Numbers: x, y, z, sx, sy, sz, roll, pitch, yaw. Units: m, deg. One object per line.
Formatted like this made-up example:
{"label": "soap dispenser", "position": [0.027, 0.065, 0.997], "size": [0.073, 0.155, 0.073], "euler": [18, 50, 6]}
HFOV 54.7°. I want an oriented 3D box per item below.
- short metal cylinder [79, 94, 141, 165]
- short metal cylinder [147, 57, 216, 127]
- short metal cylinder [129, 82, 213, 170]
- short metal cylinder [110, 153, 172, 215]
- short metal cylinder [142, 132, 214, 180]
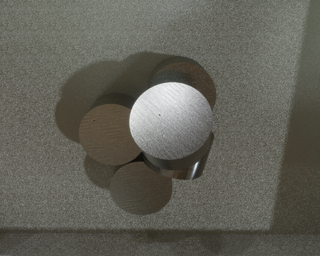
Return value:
{"label": "short metal cylinder", "position": [-0.057, 0.001, 0.395], "size": [0.081, 0.050, 0.079], "euler": [0, 110, -1]}
{"label": "short metal cylinder", "position": [0.025, -0.044, 0.380], "size": [0.081, 0.050, 0.079], "euler": [0, 110, -1]}
{"label": "short metal cylinder", "position": [0.013, 0.000, 0.322], "size": [0.080, 0.050, 0.080], "euler": [-2, 70, 6]}
{"label": "short metal cylinder", "position": [-0.024, 0.070, 0.421], "size": [0.081, 0.050, 0.079], "euler": [0, 110, -1]}
{"label": "short metal cylinder", "position": [0.022, 0.022, 0.390], "size": [0.081, 0.080, 0.050], "euler": [13, 110, -5]}
